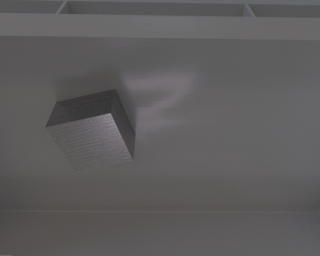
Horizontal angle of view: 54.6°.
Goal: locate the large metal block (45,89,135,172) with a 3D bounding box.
[{"bbox_3d":[-0.083,0.004,0.396,0.080,0.050,0.080,-12,129,9],"label":"large metal block"}]
